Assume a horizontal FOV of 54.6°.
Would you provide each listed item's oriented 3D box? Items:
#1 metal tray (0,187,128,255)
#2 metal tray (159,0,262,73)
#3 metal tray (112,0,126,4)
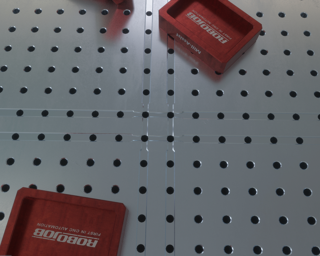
[{"bbox_3d":[-0.110,0.125,0.362,0.131,0.030,0.090,9,70,3],"label":"metal tray"},{"bbox_3d":[0.073,-0.154,0.465,0.130,0.030,0.090,42,75,13],"label":"metal tray"},{"bbox_3d":[-0.082,-0.269,0.473,0.030,0.090,0.130,-17,69,22],"label":"metal tray"}]
